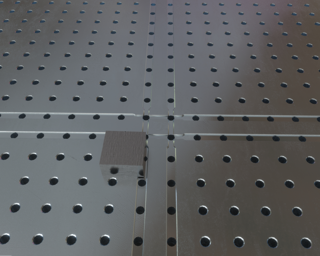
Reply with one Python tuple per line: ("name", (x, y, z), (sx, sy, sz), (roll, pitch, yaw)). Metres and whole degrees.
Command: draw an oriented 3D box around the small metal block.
("small metal block", (-0.044, 0.031, 0.381), (0.050, 0.025, 0.050), (2, 50, 1))
